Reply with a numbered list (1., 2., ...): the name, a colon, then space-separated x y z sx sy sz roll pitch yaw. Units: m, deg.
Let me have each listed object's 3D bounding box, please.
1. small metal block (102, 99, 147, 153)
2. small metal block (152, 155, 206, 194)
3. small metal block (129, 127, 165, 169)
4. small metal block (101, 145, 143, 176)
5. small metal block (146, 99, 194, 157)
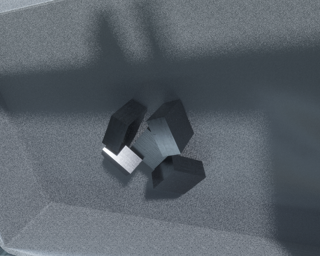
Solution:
1. small metal block: -0.047 -0.003 0.411 0.025 0.050 0.050 32 128 7
2. small metal block: 0.024 0.063 0.415 0.050 0.025 0.050 16 135 -29
3. small metal block: -0.006 0.025 0.423 0.050 0.025 0.050 41 129 0
4. small metal block: -0.056 0.042 0.445 0.050 0.025 0.050 41 162 -1
5. small metal block: 0.014 -0.001 0.381 0.025 0.050 0.050 -12 112 32
